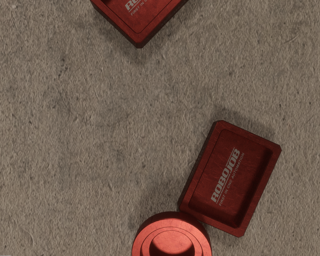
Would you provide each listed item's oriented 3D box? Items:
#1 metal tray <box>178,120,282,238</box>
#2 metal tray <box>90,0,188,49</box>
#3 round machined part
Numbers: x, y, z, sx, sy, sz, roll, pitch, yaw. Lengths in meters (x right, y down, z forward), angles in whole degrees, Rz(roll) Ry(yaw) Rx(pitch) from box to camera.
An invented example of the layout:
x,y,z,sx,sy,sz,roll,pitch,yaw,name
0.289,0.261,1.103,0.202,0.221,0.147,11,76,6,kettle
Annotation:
x,y,z,sx,sy,sz,roll,pitch,yaw,name
0.090,0.065,0.408,0.090,0.030,0.129,24,90,-1,metal tray
-0.015,-0.182,0.407,0.090,0.030,0.130,44,90,-1,metal tray
0.016,0.152,0.396,0.099,0.042,0.097,1,100,5,round machined part
